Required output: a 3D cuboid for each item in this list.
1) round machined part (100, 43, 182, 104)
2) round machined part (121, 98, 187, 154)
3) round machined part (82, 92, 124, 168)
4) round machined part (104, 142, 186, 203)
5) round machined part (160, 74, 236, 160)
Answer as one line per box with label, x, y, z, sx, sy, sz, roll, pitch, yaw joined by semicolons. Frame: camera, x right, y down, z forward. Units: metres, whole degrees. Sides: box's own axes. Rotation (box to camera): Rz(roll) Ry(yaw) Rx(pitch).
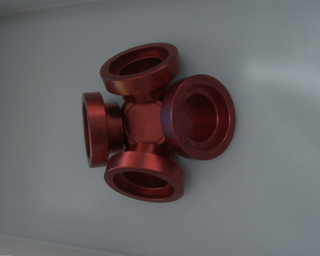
round machined part;-0.021;-0.066;0.386;0.098;0.098;0.042;-4;127;19
round machined part;-0.011;-0.006;0.402;0.098;0.042;0.097;0;90;19
round machined part;-0.075;0.002;0.405;0.042;0.098;0.097;-5;88;-18
round machined part;-0.016;0.054;0.384;0.098;0.098;0.042;-1;54;19
round machined part;0.040;-0.012;0.366;0.042;0.099;0.097;-4;89;55
